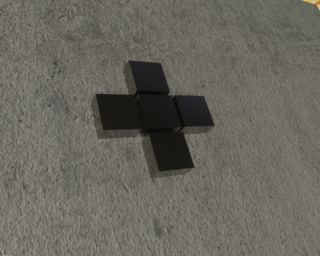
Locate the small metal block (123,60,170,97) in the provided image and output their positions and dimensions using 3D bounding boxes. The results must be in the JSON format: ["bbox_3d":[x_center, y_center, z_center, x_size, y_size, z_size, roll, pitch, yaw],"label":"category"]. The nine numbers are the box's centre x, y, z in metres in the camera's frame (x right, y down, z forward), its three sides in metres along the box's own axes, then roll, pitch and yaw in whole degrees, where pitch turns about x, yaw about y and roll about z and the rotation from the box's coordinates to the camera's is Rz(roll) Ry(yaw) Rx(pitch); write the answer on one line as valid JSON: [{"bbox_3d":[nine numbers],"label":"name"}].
[{"bbox_3d":[-0.020,-0.066,0.436,0.050,0.025,0.050,-2,63,-30],"label":"small metal block"}]

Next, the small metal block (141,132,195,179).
[{"bbox_3d":[0.009,0.034,0.391,0.050,0.025,0.050,-2,63,-30],"label":"small metal block"}]

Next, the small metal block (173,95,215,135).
[{"bbox_3d":[0.044,-0.019,0.442,0.050,0.025,0.050,-2,63,-30],"label":"small metal block"}]

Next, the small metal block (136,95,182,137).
[{"bbox_3d":[-0.005,-0.016,0.414,0.050,0.025,0.050,-2,63,-30],"label":"small metal block"}]

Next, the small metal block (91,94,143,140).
[{"bbox_3d":[-0.055,-0.014,0.386,0.050,0.025,0.050,-2,63,-30],"label":"small metal block"}]
